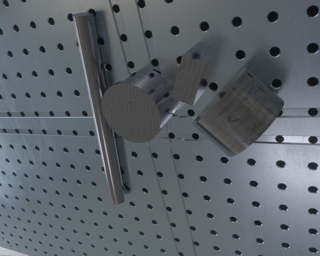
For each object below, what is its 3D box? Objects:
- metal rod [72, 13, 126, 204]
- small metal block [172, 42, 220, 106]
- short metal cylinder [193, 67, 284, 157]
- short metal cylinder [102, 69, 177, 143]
[{"bbox_3d":[-0.082,-0.009,0.448,0.025,0.025,0.298,9,123,23],"label":"metal rod"},{"bbox_3d":[0.039,-0.060,0.338,0.025,0.050,0.050,24,127,14],"label":"small metal block"},{"bbox_3d":[0.080,-0.016,0.323,0.050,0.080,0.080,42,129,-1],"label":"short metal cylinder"},{"bbox_3d":[-0.025,-0.028,0.391,0.080,0.050,0.079,13,124,21],"label":"short metal cylinder"}]
